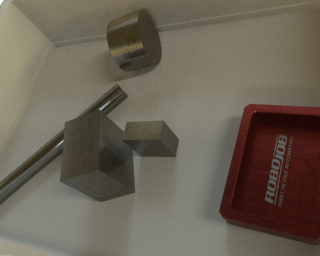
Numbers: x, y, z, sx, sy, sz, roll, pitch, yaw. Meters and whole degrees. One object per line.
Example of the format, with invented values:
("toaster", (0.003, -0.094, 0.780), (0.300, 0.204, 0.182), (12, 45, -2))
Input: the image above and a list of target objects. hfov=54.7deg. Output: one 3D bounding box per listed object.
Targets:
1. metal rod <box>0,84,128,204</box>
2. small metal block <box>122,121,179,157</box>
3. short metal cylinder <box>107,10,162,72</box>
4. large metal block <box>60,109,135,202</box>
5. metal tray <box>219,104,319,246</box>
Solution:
("metal rod", (-0.171, 0.039, 0.469), (0.300, 0.025, 0.025), (-40, 51, 0))
("small metal block", (-0.011, 0.015, 0.385), (0.050, 0.050, 0.025), (-2, 61, 27))
("short metal cylinder", (-0.037, -0.130, 0.468), (0.050, 0.080, 0.080), (-11, 57, 22))
("large metal block", (-0.074, 0.037, 0.385), (0.050, 0.080, 0.080), (-19, 55, 17))
("metal tray", (0.121, 0.040, 0.314), (0.090, 0.030, 0.130), (6, 64, 30))
